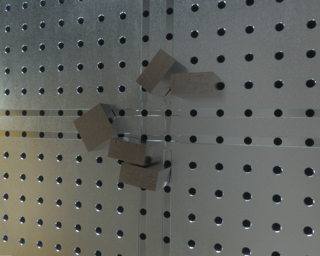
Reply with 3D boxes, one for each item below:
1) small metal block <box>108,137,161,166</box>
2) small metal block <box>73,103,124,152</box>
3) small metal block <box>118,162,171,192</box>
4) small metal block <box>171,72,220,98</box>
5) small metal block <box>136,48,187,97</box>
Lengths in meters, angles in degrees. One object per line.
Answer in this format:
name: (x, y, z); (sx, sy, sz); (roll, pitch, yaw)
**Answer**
small metal block: (-0.033, 0.029, 0.410); (0.050, 0.050, 0.025); (11, 94, 19)
small metal block: (-0.088, 0.000, 0.442); (0.050, 0.025, 0.050); (-32, 80, 17)
small metal block: (-0.018, 0.060, 0.405); (0.050, 0.050, 0.025); (11, 94, 19)
small metal block: (0.045, -0.052, 0.383); (0.050, 0.050, 0.025); (1, 91, 19)
small metal block: (0.003, -0.069, 0.398); (0.025, 0.050, 0.050); (42, 103, 15)
